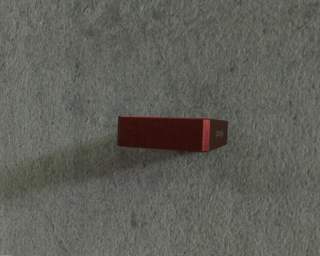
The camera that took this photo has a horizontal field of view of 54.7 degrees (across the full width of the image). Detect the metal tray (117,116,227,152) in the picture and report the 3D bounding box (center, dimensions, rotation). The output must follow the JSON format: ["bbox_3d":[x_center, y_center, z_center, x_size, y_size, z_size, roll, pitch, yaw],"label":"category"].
[{"bbox_3d":[0.021,0.004,0.345,0.090,0.130,0.030,3,91,20],"label":"metal tray"}]
